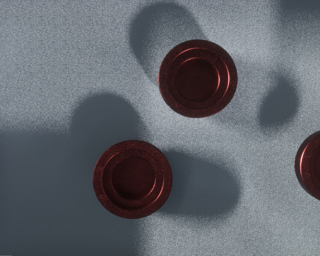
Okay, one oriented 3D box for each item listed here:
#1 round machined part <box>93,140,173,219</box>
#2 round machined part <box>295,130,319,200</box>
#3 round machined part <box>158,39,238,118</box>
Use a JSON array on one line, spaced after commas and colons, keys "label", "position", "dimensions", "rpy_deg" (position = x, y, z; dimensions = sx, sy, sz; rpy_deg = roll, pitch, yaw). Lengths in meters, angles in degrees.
[{"label": "round machined part", "position": [-0.034, 0.063, 0.403], "dimensions": [0.099, 0.042, 0.097], "rpy_deg": [0, 90, -1]}, {"label": "round machined part", "position": [0.226, 0.049, 0.403], "dimensions": [0.099, 0.042, 0.097], "rpy_deg": [0, 90, 4]}, {"label": "round machined part", "position": [0.047, -0.061, 0.404], "dimensions": [0.099, 0.042, 0.097], "rpy_deg": [0, 90, -1]}]
